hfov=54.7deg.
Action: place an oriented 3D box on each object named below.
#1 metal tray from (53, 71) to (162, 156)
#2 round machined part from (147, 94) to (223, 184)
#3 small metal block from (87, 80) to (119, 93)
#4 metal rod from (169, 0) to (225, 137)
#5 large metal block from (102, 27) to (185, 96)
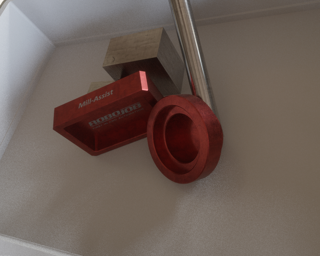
[{"bbox_3d":[-0.057,-0.013,0.400,0.130,0.090,0.030,-21,54,15],"label":"metal tray"},{"bbox_3d":[0.032,0.010,0.350,0.098,0.042,0.097,12,106,48],"label":"round machined part"},{"bbox_3d":[-0.070,-0.044,0.451,0.050,0.050,0.025,0,62,28],"label":"small metal block"},{"bbox_3d":[0.029,-0.132,0.377,0.025,0.025,0.298,-15,86,19],"label":"metal rod"},{"bbox_3d":[-0.019,-0.086,0.432,0.080,0.080,0.050,-4,60,26],"label":"large metal block"}]
